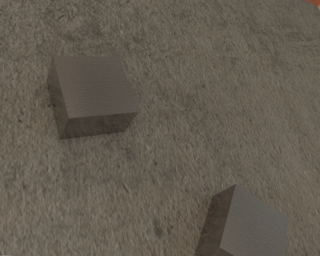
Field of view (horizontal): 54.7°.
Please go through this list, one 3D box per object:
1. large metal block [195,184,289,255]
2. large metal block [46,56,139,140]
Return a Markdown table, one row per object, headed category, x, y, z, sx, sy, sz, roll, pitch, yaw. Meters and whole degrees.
| category | x | y | z | sx | sy | sz | roll | pitch | yaw |
| --- | --- | --- | --- | --- | --- | --- | --- | --- | --- |
| large metal block | 0.098 | 0.127 | 0.365 | 0.080 | 0.050 | 0.080 | 33 | 51 | -7 |
| large metal block | -0.082 | -0.037 | 0.368 | 0.081 | 0.050 | 0.080 | -7 | 65 | -32 |
